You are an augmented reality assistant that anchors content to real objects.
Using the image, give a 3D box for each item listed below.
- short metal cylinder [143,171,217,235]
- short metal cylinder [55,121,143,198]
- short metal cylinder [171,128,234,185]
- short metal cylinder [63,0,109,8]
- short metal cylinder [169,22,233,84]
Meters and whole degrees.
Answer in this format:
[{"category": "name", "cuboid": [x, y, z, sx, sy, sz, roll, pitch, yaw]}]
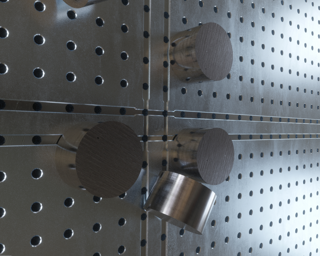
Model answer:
[{"category": "short metal cylinder", "cuboid": [0.026, 0.096, 0.397, 0.080, 0.080, 0.050, 40, 66, -33]}, {"category": "short metal cylinder", "cuboid": [-0.066, 0.032, 0.339, 0.081, 0.050, 0.079, 0, 90, -40]}, {"category": "short metal cylinder", "cuboid": [0.062, 0.039, 0.448, 0.081, 0.050, 0.079, 0, 90, -40]}, {"category": "short metal cylinder", "cuboid": [-0.074, -0.168, 0.312, 0.050, 0.080, 0.080, -34, 111, -35]}, {"category": "short metal cylinder", "cuboid": [0.060, -0.105, 0.445, 0.081, 0.050, 0.079, 0, 90, -40]}]
